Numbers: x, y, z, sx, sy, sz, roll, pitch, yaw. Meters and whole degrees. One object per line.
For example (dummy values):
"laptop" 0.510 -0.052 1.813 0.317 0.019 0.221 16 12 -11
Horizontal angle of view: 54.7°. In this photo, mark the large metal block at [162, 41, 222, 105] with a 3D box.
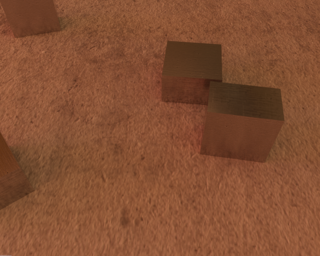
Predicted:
"large metal block" 0.047 -0.081 0.456 0.080 0.050 0.080 5 50 4

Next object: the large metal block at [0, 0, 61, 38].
"large metal block" -0.226 -0.212 0.543 0.081 0.080 0.050 -13 52 -11

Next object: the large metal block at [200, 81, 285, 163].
"large metal block" 0.094 -0.006 0.374 0.080 0.080 0.050 7 51 6

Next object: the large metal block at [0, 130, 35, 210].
"large metal block" -0.201 0.050 0.342 0.081 0.050 0.080 -30 56 -23
